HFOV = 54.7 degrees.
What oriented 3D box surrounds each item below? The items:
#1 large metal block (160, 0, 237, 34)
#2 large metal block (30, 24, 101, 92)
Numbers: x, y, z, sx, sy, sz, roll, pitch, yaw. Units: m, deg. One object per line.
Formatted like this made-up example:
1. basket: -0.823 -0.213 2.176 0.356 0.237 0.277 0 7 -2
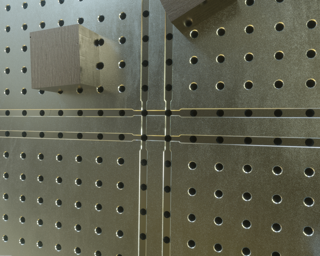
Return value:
1. large metal block: 0.038 -0.179 0.385 0.080 0.050 0.080 -28 81 17
2. large metal block: -0.136 -0.097 0.446 0.080 0.050 0.079 -3 89 19
